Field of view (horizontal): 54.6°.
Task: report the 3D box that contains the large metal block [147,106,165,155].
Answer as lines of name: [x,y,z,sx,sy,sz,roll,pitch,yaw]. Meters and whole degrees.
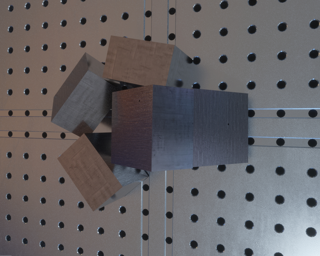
large metal block: [-0.009,-0.002,0.403,0.080,0.050,0.080,1,90,20]

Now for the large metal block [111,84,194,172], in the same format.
large metal block: [-0.010,0.000,0.329,0.080,0.050,0.080,0,89,54]

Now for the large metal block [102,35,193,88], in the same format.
large metal block: [-0.012,-0.075,0.388,0.080,0.080,0.050,14,95,20]

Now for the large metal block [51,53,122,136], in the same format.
large metal block: [-0.098,-0.044,0.412,0.050,0.080,0.080,32,105,-28]

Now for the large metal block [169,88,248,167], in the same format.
large metal block: [0.054,0.000,0.356,0.050,0.081,0.080,-1,89,57]

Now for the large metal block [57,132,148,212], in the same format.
large metal block: [-0.072,0.053,0.408,0.050,0.080,0.080,-41,78,15]
